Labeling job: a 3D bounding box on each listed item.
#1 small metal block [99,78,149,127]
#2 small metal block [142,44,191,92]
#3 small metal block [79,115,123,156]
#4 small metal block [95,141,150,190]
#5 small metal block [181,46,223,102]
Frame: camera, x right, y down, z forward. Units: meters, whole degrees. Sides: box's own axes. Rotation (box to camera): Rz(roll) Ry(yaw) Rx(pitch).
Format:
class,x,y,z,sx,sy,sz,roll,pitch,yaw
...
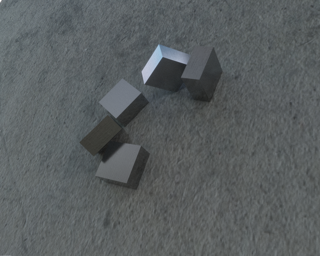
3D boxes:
class,x,y,z,sx,sy,sz,roll,pitch,yaw
small metal block,-0.053,-0.038,0.453,0.050,0.025,0.050,-46,52,-5
small metal block,0.011,-0.079,0.417,0.050,0.050,0.025,-51,40,40
small metal block,-0.077,0.010,0.418,0.050,0.050,0.025,-45,93,-3
small metal block,-0.048,0.047,0.399,0.050,0.025,0.050,7,65,30
small metal block,0.056,-0.069,0.400,0.025,0.050,0.050,12,68,31
